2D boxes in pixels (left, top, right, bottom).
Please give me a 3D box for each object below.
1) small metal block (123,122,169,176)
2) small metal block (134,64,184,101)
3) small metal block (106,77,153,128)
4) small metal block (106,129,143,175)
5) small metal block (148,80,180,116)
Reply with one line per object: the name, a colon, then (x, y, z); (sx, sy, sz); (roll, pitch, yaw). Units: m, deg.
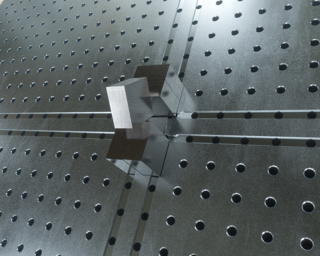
small metal block: (-0.016, 0.026, 0.381); (0.025, 0.050, 0.050); (1, 63, 29)
small metal block: (-0.002, -0.062, 0.429); (0.050, 0.050, 0.025); (2, 63, 29)
small metal block: (-0.035, -0.031, 0.375); (0.025, 0.050, 0.050); (0, 19, 29)
small metal block: (-0.037, 0.026, 0.394); (0.025, 0.050, 0.050); (1, 63, 29)
small metal block: (-0.008, -0.039, 0.419); (0.050, 0.050, 0.025); (2, 63, 29)
